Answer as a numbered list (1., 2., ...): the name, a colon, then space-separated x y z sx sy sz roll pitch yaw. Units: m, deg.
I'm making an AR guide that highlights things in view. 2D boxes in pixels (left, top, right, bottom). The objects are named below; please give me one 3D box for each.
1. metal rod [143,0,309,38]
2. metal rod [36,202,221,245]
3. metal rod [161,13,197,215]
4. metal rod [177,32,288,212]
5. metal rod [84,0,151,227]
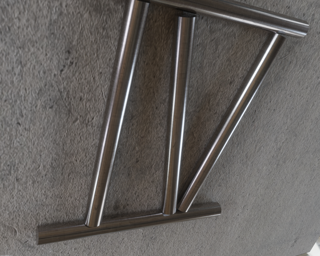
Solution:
1. metal rod: 0.065 -0.140 0.359 0.303 0.025 0.025 1 118 -29
2. metal rod: -0.030 0.143 0.481 0.303 0.025 0.025 1 118 -29
3. metal rod: 0.021 0.002 0.422 0.025 0.025 0.298 -11 123 -23
4. metal rod: 0.098 0.002 0.465 0.025 0.025 0.298 14 111 -35
5. metal rod: -0.058 0.000 0.377 0.025 0.025 0.298 1 118 -29
